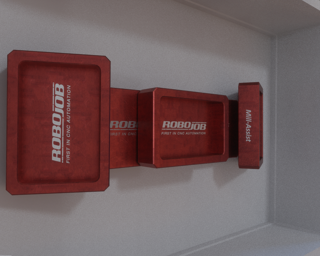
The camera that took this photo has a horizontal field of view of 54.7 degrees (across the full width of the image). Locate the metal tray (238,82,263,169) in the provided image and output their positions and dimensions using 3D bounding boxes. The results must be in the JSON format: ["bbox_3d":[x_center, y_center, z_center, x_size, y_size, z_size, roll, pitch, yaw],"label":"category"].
[{"bbox_3d":[0.148,-0.004,0.500,0.090,0.030,0.129,0,90,-68],"label":"metal tray"}]

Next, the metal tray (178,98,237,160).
[{"bbox_3d":[0.065,0.001,0.456,0.131,0.030,0.089,0,90,-40],"label":"metal tray"}]

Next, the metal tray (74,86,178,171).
[{"bbox_3d":[-0.036,0.000,0.373,0.131,0.030,0.089,0,90,-40],"label":"metal tray"}]

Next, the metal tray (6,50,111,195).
[{"bbox_3d":[-0.095,-0.005,0.298,0.091,0.030,0.129,1,90,-15],"label":"metal tray"}]

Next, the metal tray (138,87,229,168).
[{"bbox_3d":[0.034,0.000,0.390,0.131,0.030,0.089,1,89,-40],"label":"metal tray"}]
